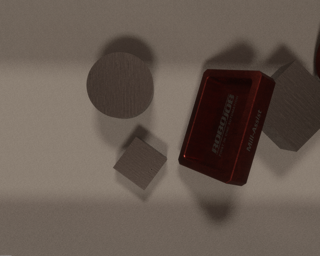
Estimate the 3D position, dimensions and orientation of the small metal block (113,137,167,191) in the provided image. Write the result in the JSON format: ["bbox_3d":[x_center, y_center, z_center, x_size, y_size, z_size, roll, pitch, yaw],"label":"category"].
[{"bbox_3d":[-0.026,0.046,0.411,0.050,0.025,0.050,36,90,-1],"label":"small metal block"}]

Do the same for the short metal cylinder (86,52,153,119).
[{"bbox_3d":[-0.048,-0.052,0.398,0.081,0.050,0.079,0,90,-1],"label":"short metal cylinder"}]

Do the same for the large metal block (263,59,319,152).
[{"bbox_3d":[0.166,-0.027,0.401,0.080,0.050,0.080,45,90,-1],"label":"large metal block"}]

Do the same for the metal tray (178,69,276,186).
[{"bbox_3d":[0.078,-0.005,0.380,0.030,0.090,0.129,17,90,-38],"label":"metal tray"}]

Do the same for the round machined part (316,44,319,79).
[{"bbox_3d":[0.246,-0.091,0.381,0.042,0.098,0.097,6,90,-18],"label":"round machined part"}]
